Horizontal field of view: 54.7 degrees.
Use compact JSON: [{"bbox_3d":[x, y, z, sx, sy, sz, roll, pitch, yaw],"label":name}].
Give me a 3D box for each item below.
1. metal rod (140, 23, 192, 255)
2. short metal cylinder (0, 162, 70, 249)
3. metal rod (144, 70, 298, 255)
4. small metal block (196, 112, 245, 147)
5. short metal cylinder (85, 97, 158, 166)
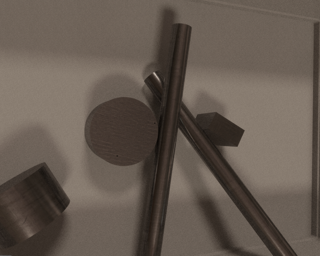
[{"bbox_3d":[0.006,0.023,0.379,0.025,0.025,0.298,8,89,-20],"label":"metal rod"},{"bbox_3d":[-0.145,0.079,0.328,0.080,0.080,0.050,-32,101,-17],"label":"short metal cylinder"},{"bbox_3d":[0.078,0.052,0.401,0.025,0.025,0.299,-35,87,-17],"label":"metal rod"},{"bbox_3d":[0.078,0.003,0.427,0.050,0.050,0.025,30,78,-18],"label":"small metal block"},{"bbox_3d":[-0.049,0.004,0.380,0.081,0.050,0.079,0,90,-20],"label":"short metal cylinder"}]
